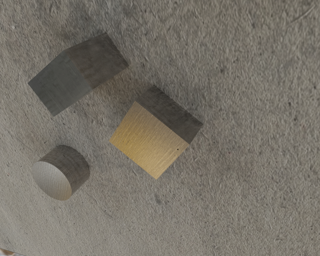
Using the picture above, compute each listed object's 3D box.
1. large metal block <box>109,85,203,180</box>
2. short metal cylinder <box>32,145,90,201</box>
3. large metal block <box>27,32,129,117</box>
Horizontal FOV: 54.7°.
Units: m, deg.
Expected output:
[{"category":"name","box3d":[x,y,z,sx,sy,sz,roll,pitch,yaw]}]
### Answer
[{"category":"large metal block","box3d":[-0.006,0.006,0.398,0.080,0.050,0.080,39,129,1]},{"category":"short metal cylinder","box3d":[-0.167,0.076,0.526,0.080,0.050,0.079,13,124,21]},{"category":"large metal block","box3d":[-0.099,-0.066,0.382,0.080,0.080,0.050,-26,105,37]}]
